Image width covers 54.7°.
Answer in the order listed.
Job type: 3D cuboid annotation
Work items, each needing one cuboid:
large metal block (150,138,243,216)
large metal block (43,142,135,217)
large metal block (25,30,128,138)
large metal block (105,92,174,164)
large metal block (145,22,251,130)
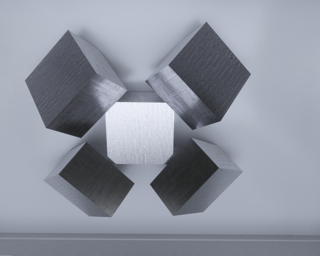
[{"bbox_3d":[0.048,0.064,0.397,0.080,0.050,0.080,-50,148,15],"label":"large metal block"},{"bbox_3d":[-0.093,0.070,0.399,0.080,0.050,0.080,44,148,-15],"label":"large metal block"},{"bbox_3d":[-0.097,-0.049,0.353,0.080,0.080,0.050,-44,148,14],"label":"large metal block"},{"bbox_3d":[-0.024,-0.001,0.395,0.081,0.050,0.079,1,110,-1],"label":"large metal block"},{"bbox_3d":[0.045,-0.057,0.353,0.080,0.050,0.080,45,61,-14],"label":"large metal block"}]
